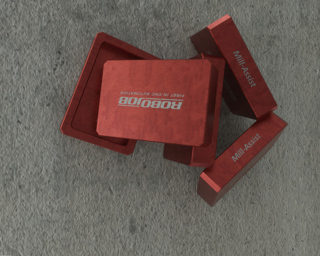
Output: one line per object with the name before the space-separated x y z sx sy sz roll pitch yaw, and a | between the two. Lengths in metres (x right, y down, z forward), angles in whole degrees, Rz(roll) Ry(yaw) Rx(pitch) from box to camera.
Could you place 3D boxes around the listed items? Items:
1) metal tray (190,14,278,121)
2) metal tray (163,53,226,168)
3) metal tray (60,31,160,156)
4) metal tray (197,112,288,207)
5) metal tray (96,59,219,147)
metal tray | 0.094 -0.076 0.409 0.030 0.090 0.130 -32 101 -3
metal tray | 0.040 -0.020 0.392 0.030 0.090 0.129 7 88 -20
metal tray | -0.059 -0.041 0.387 0.091 0.030 0.129 21 83 -19
metal tray | 0.107 0.043 0.417 0.130 0.090 0.030 -40 68 -15
metal tray | -0.005 -0.029 0.349 0.130 0.030 0.089 5 88 24
